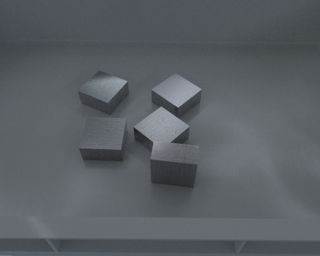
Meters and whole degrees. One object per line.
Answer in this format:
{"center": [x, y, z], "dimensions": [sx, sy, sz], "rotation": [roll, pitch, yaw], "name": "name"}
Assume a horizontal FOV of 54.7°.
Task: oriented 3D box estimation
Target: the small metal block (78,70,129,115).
{"center": [-0.080, -0.052, 0.447], "dimensions": [0.050, 0.025, 0.050], "rotation": [23, 53, 17], "name": "small metal block"}

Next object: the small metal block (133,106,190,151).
{"center": [0.002, 0.006, 0.400], "dimensions": [0.050, 0.025, 0.050], "rotation": [37, 59, 26], "name": "small metal block"}

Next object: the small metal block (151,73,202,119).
{"center": [0.024, -0.046, 0.444], "dimensions": [0.050, 0.025, 0.050], "rotation": [37, 59, 26], "name": "small metal block"}

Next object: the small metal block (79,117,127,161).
{"center": [-0.070, 0.014, 0.393], "dimensions": [0.050, 0.025, 0.050], "rotation": [2, 50, 1], "name": "small metal block"}

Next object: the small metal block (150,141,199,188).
{"center": [0.016, 0.042, 0.354], "dimensions": [0.050, 0.050, 0.025], "rotation": [6, 51, 4], "name": "small metal block"}
